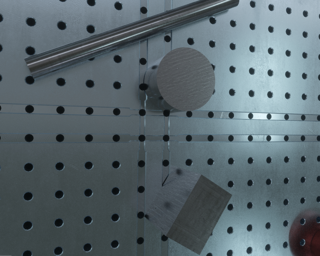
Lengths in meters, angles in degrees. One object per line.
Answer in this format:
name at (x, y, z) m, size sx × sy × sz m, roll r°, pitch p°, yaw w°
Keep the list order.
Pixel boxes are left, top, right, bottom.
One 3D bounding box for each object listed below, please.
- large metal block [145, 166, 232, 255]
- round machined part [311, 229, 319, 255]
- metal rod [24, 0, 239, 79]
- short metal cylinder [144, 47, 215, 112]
large metal block at (0.033, 0.100, 0.397) m, size 0.050 × 0.080 × 0.080 m, roll 35°, pitch 79°, yaw -17°
round machined part at (0.294, 0.203, 0.515) m, size 0.099 × 0.042 × 0.097 m, roll 0°, pitch 90°, yaw -21°
metal rod at (-0.022, -0.129, 0.405) m, size 0.302 × 0.025 × 0.025 m, roll -25°, pitch 99°, yaw -19°
short metal cylinder at (0.025, -0.061, 0.410) m, size 0.081 × 0.050 × 0.079 m, roll 0°, pitch 90°, yaw -20°
